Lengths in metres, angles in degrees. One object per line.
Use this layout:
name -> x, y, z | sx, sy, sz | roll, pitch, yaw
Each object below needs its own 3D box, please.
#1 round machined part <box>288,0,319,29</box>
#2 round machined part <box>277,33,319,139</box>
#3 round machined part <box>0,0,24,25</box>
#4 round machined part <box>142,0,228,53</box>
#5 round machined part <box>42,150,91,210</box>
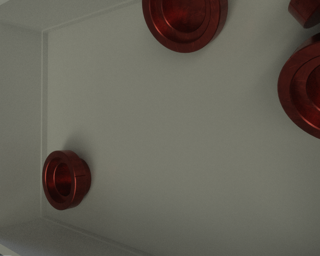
round machined part -> 0.153, -0.111, 0.235 | 0.098, 0.099, 0.042 | -43, 77, 31
round machined part -> 0.151, -0.036, 0.250 | 0.098, 0.042, 0.097 | 28, 143, 24
round machined part -> -0.332, -0.274, 0.673 | 0.098, 0.042, 0.097 | 0, 90, 40
round machined part -> 0.031, -0.139, 0.353 | 0.098, 0.042, 0.097 | 20, 130, 26
round machined part -> -0.154, 0.086, 0.523 | 0.098, 0.042, 0.097 | 0, 90, 40
